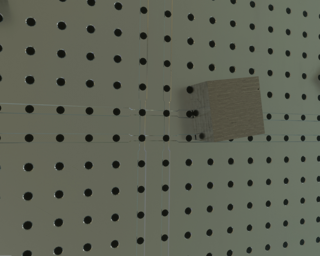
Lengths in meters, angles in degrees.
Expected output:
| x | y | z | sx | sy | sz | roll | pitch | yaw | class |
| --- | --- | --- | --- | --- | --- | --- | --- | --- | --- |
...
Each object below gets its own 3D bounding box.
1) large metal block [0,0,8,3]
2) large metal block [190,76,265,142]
| x | y | z | sx | sy | sz | roll | pitch | yaw | class |
| --- | --- | --- | --- | --- | --- | --- | --- | --- | --- |
| -0.196 | -0.178 | 0.311 | 0.050 | 0.080 | 0.080 | -17 | 96 | -20 | large metal block |
| 0.094 | -0.026 | 0.436 | 0.081 | 0.050 | 0.079 | -8 | 93 | -20 | large metal block |
